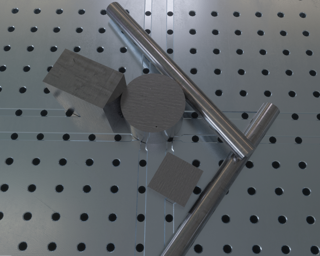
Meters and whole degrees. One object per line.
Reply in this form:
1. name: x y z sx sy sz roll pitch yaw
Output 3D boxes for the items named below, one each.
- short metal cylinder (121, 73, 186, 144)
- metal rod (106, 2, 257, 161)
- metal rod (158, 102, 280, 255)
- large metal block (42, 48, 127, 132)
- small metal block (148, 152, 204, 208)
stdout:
1. short metal cylinder: -0.008 -0.024 0.407 0.081 0.050 0.080 0 71 0
2. metal rod: 0.017 -0.076 0.425 0.025 0.025 0.300 -35 69 -12
3. metal rod: 0.062 0.086 0.380 0.025 0.025 0.300 35 73 12
4. large metal block: -0.089 -0.045 0.398 0.080 0.080 0.050 24 72 8
5. small metal block: 0.019 0.066 0.388 0.050 0.025 0.050 28 72 9
